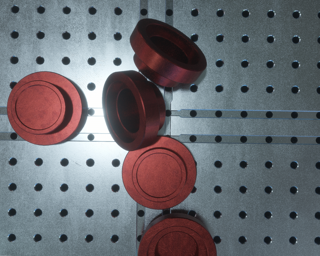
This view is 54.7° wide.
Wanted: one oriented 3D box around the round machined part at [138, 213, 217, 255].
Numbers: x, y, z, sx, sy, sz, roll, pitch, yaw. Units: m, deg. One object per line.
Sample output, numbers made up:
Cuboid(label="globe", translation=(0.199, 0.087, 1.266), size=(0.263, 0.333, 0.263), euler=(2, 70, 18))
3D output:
Cuboid(label="round machined part", translation=(0.022, 0.159, 0.405), size=(0.099, 0.042, 0.097), euler=(0, 90, -1))

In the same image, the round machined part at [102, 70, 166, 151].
Cuboid(label="round machined part", translation=(-0.030, -0.023, 0.386), size=(0.042, 0.098, 0.097), euler=(-15, 90, -36))

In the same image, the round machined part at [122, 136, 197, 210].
Cuboid(label="round machined part", translation=(-0.001, 0.059, 0.405), size=(0.099, 0.042, 0.097), euler=(0, 90, -1))

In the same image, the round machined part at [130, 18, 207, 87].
Cuboid(label="round machined part", translation=(0.006, -0.089, 0.387), size=(0.098, 0.098, 0.042), euler=(37, 126, 0))

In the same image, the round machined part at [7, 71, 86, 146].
Cuboid(label="round machined part", translation=(-0.151, -0.025, 0.403), size=(0.099, 0.042, 0.097), euler=(0, 90, -1))
